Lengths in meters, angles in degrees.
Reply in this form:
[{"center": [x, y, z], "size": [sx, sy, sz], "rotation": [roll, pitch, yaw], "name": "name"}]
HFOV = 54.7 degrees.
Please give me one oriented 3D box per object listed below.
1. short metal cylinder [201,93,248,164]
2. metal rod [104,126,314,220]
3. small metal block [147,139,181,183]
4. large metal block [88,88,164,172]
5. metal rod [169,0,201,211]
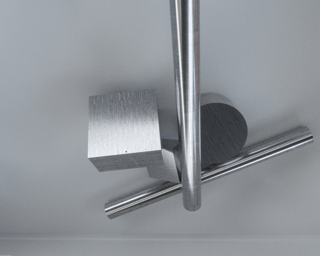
[{"center": [0.066, -0.001, 0.399], "size": [0.081, 0.050, 0.079], "rotation": [0, 110, -1], "name": "short metal cylinder"}, {"center": [0.063, 0.065, 0.436], "size": [0.301, 0.025, 0.025], "rotation": [-22, 109, 7], "name": "metal rod"}, {"center": [0.007, 0.042, 0.414], "size": [0.050, 0.025, 0.050], "rotation": [4, 117, 36], "name": "small metal block"}, {"center": [-0.040, 0.004, 0.376], "size": [0.080, 0.080, 0.050], "rotation": [-7, 153, 2], "name": "large metal block"}, {"center": [0.031, -0.012, 0.330], "size": [0.025, 0.025, 0.298], "rotation": [-5, 129, 1], "name": "metal rod"}]
